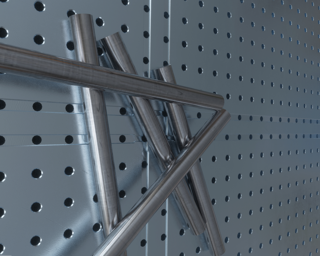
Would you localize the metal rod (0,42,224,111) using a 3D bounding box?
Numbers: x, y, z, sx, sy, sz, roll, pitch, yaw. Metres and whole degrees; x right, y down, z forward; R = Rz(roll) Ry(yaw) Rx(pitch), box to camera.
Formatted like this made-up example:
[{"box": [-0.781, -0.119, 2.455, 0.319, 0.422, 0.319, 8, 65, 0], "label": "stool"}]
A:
[{"box": [-0.032, -0.049, 0.352, 0.302, 0.025, 0.025, 6, 86, -40], "label": "metal rod"}]

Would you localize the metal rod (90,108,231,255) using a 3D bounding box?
[{"box": [0.003, 0.074, 0.381, 0.301, 0.025, 0.025, -46, 118, -30], "label": "metal rod"}]

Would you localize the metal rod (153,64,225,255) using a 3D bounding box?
[{"box": [0.047, 0.056, 0.450, 0.025, 0.025, 0.298, -29, 108, -37], "label": "metal rod"}]

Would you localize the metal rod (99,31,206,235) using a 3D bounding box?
[{"box": [-0.001, 0.021, 0.409, 0.025, 0.025, 0.299, -38, 113, -34], "label": "metal rod"}]

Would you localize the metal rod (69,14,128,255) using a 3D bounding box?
[{"box": [-0.067, 0.026, 0.354, 0.025, 0.025, 0.298, -13, 98, -40], "label": "metal rod"}]
